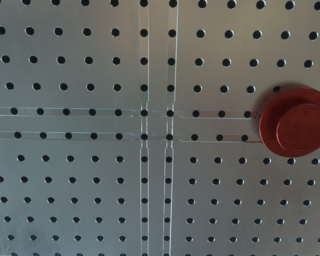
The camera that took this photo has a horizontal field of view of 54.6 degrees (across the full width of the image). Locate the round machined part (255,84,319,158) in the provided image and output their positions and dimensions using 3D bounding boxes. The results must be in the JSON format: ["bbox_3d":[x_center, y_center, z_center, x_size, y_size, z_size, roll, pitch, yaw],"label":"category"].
[{"bbox_3d":[0.179,-0.005,0.404,0.099,0.042,0.097,0,110,0],"label":"round machined part"}]
